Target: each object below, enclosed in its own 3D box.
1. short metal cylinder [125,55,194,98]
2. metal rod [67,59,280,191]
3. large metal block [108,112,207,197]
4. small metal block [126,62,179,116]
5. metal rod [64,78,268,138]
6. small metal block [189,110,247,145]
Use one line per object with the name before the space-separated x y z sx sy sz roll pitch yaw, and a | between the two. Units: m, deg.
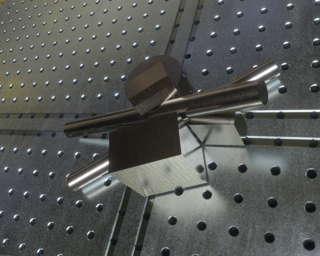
short metal cylinder | 0.000 -0.051 0.419 0.080 0.050 0.080 -13 55 20
metal rod | 0.011 0.001 0.399 0.300 0.025 0.025 -30 52 8
large metal block | -0.001 0.033 0.347 0.080 0.080 0.050 -17 55 18
small metal block | -0.010 -0.047 0.363 0.050 0.025 0.050 -31 29 8
metal rod | -0.021 -0.015 0.379 0.300 0.025 0.025 -9 57 39
small metal block | 0.068 -0.003 0.354 0.050 0.050 0.025 0 62 29
